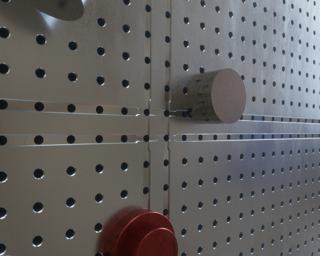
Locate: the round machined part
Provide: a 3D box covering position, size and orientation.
[{"bbox_3d":[-0.016,0.154,0.385,0.099,0.042,0.097,0,90,-40],"label":"round machined part"}]

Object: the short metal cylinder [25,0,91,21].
[{"bbox_3d":[-0.098,-0.148,0.291,0.080,0.080,0.050,34,69,-35],"label":"short metal cylinder"}]

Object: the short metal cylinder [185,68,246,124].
[{"bbox_3d":[0.084,-0.046,0.463,0.081,0.050,0.079,0,90,-40],"label":"short metal cylinder"}]
